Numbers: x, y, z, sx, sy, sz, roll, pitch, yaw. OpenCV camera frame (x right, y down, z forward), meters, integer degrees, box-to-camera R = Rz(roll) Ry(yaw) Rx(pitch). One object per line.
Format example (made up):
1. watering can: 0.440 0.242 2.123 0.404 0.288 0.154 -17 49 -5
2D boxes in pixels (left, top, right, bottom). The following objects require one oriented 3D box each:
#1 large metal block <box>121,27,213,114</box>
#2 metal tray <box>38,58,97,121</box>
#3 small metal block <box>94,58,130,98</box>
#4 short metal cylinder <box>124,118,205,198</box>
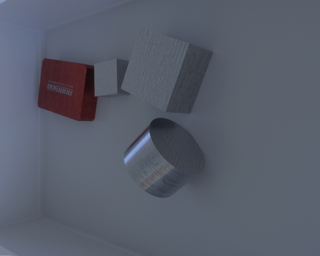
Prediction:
1. large metal block: 0.007 -0.071 0.383 0.080 0.050 0.079 30 109 35
2. metal tray: -0.159 -0.068 0.532 0.130 0.030 0.089 16 100 38
3. small metal block: -0.072 -0.073 0.464 0.050 0.025 0.050 -2 89 39
4. short metal cylinder: 0.005 0.034 0.365 0.050 0.081 0.080 -46 63 30
